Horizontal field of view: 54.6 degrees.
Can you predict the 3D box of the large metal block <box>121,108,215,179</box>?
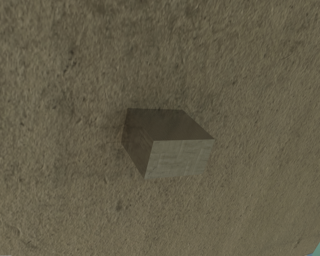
[{"bbox_3d":[0.007,0.016,0.384,0.081,0.080,0.050,0,119,-28],"label":"large metal block"}]
